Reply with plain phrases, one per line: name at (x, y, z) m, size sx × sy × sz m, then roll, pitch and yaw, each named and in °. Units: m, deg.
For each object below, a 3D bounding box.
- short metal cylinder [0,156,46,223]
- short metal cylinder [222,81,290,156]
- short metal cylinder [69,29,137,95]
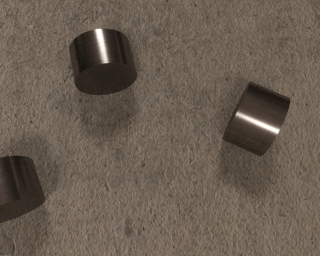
short metal cylinder at (-0.178, 0.072, 0.350) m, size 0.080 × 0.080 × 0.050 m, roll -23°, pitch 72°, yaw -8°
short metal cylinder at (0.118, -0.011, 0.385) m, size 0.050 × 0.080 × 0.080 m, roll 25°, pitch 72°, yaw 8°
short metal cylinder at (-0.075, -0.085, 0.409) m, size 0.081 × 0.080 × 0.050 m, roll -13°, pitch 71°, yaw -5°
